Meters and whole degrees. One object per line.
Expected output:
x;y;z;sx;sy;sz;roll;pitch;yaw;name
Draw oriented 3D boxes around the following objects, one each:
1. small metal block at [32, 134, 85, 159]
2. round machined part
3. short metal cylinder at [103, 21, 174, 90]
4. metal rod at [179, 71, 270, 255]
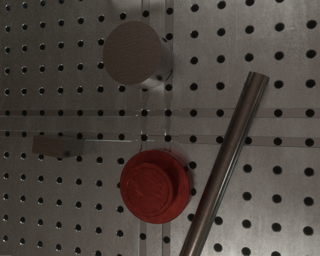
-0.146;0.026;0.449;0.050;0.050;0.025;8;93;19;small metal block
-0.009;0.078;0.406;0.098;0.042;0.097;0;90;19;round machined part
-0.027;-0.093;0.408;0.080;0.050;0.079;0;90;19;short metal cylinder
0.069;0.076;0.387;0.025;0.025;0.298;22;97;18;metal rod
